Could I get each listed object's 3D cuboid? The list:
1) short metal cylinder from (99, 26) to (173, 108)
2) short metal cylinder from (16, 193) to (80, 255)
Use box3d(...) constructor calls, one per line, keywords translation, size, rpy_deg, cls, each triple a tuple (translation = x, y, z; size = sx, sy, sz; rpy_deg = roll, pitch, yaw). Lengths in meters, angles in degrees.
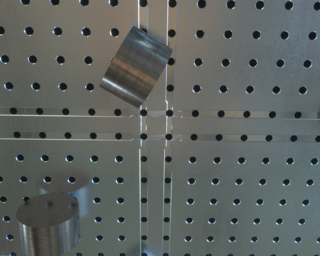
box3d(translation=(-0.028, -0.069, 0.358), size=(0.050, 0.080, 0.080), rpy_deg=(30, 107, -10), cls="short metal cylinder")
box3d(translation=(-0.154, 0.134, 0.432), size=(0.081, 0.080, 0.050), rpy_deg=(2, 110, -1), cls="short metal cylinder")
